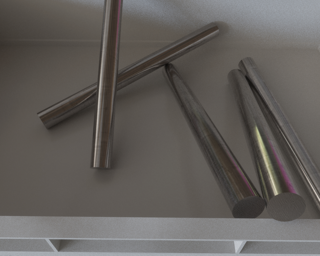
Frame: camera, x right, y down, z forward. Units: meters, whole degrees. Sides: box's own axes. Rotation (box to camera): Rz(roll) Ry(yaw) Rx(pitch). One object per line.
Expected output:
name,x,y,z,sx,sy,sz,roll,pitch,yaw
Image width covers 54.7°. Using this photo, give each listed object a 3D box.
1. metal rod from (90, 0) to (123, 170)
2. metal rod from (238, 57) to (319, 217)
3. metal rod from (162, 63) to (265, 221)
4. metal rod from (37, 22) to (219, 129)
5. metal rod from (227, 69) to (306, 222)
metal rod,-0.066,-0.096,0.405,0.025,0.025,0.299,2,75,1
metal rod,0.164,0.010,0.398,0.025,0.025,0.300,-8,51,-7
metal rod,0.040,-0.015,0.354,0.025,0.025,0.300,-7,31,-7
metal rod,-0.035,-0.084,0.457,0.302,0.025,0.025,-32,57,-18
metal rod,0.100,-0.013,0.341,0.025,0.025,0.301,5,26,4
